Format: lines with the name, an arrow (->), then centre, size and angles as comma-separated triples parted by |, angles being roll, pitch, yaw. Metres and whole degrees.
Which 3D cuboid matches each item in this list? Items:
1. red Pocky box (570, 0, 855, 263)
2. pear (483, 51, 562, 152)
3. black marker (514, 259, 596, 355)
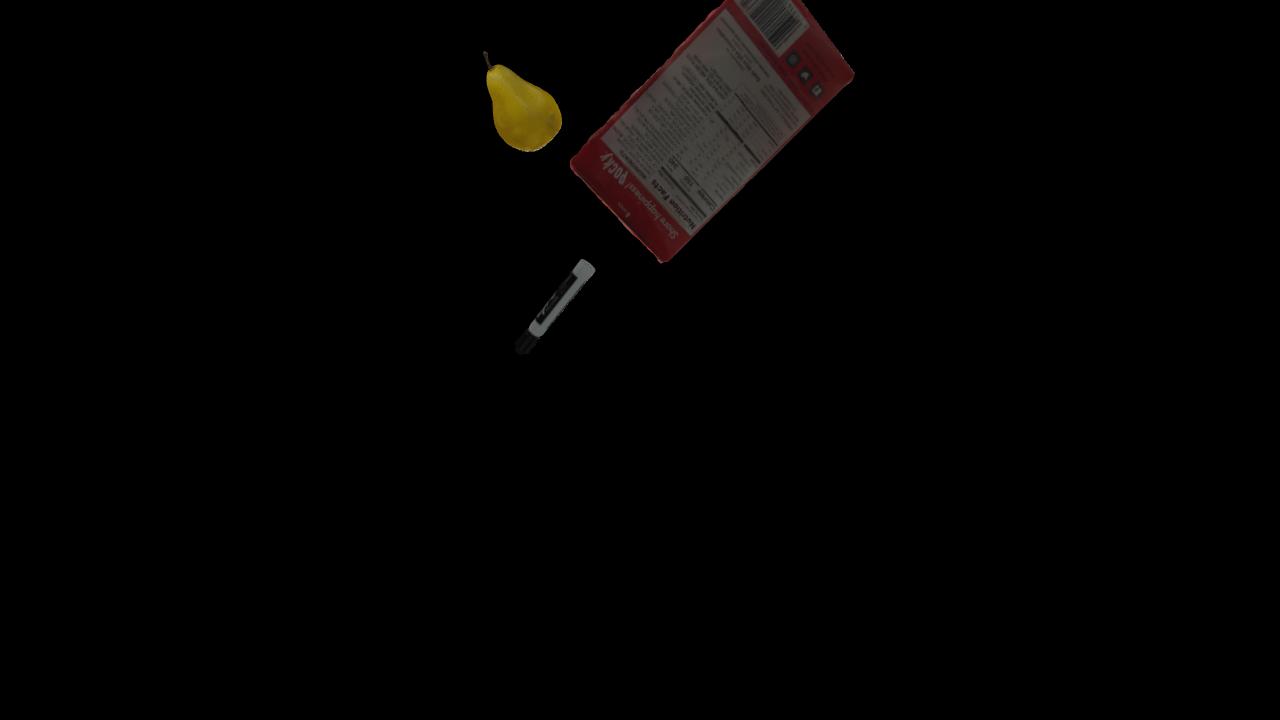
red Pocky box -> 0.040, -0.139, 0.358 | 0.083, 0.155, 0.028 | 44, 6, -17
pear -> -0.140, -0.285, 0.675 | 0.080, 0.080, 0.111 | 0, -37, 47
black marker -> -0.089, -0.052, 0.630 | 0.020, 0.121, 0.020 | 38, 17, -13
